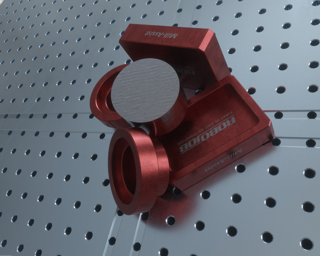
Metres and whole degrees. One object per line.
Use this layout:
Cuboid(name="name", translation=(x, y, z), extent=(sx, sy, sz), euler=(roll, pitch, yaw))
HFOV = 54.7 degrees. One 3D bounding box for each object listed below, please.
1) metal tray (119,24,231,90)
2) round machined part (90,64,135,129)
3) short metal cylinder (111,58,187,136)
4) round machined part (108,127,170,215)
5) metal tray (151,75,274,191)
Cuboid(name="metal tray", translation=(0.020, -0.092, 0.411), extent=(0.130, 0.090, 0.030), euler=(16, 71, 34))
Cuboid(name="round machined part", translation=(-0.048, -0.042, 0.447), extent=(0.098, 0.042, 0.098), euler=(-13, 56, 20))
Cuboid(name="short metal cylinder", translation=(-0.011, -0.036, 0.371), extent=(0.080, 0.050, 0.080), euler=(-5, 70, 13))
Cuboid(name="round machined part", translation=(-0.023, 0.047, 0.357), extent=(0.098, 0.042, 0.097), euler=(7, 98, 61))
Cuboid(name="metal tray", translation=(0.055, 0.004, 0.372), extent=(0.130, 0.030, 0.090), euler=(-32, 52, 7))
